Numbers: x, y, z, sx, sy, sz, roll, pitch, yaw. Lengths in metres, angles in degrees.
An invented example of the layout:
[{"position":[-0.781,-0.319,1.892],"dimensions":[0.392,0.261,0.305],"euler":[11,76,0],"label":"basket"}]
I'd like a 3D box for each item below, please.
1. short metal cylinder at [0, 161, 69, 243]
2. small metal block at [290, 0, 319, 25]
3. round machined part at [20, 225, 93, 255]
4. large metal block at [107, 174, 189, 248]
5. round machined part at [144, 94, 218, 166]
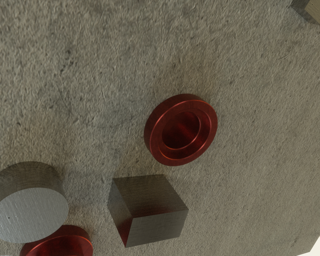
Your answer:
[{"position":[-0.153,0.086,0.361],"dimensions":[0.081,0.050,0.079],"euler":[-14,125,-21],"label":"short metal cylinder"},{"position":[0.213,-0.174,0.418],"dimensions":[0.050,0.025,0.050],"euler":[18,109,-36],"label":"small metal block"},{"position":[-0.142,0.188,0.435],"dimensions":[0.099,0.042,0.097],"euler":[-14,125,-21],"label":"round machined part"},{"position":[-0.020,0.111,0.431],"dimensions":[0.081,0.080,0.050],"euler":[0,119,-29],"label":"large metal block"},{"position":[0.023,-0.001,0.410],"dimensions":[0.099,0.042,0.097],"euler":[-14,125,-21],"label":"round machined part"}]
